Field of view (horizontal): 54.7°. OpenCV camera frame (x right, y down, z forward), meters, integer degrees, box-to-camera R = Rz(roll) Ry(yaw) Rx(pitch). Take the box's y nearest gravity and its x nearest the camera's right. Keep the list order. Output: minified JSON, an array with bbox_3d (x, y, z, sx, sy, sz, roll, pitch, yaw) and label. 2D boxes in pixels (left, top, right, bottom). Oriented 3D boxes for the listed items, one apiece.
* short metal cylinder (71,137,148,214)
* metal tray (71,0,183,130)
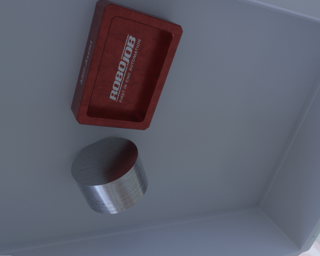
[{"bbox_3d":[-0.060,0.056,0.377,0.081,0.080,0.050,-25,128,-14],"label":"short metal cylinder"},{"bbox_3d":[-0.038,-0.064,0.345,0.091,0.030,0.129,6,115,-32],"label":"metal tray"}]
